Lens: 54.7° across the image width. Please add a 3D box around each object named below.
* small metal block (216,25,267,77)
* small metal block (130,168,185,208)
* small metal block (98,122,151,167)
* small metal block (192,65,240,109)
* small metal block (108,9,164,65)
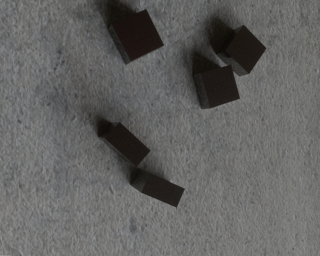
[{"bbox_3d":[0.119,-0.113,0.455,0.050,0.025,0.050,39,77,-16],"label":"small metal block"},{"bbox_3d":[-0.004,0.075,0.395,0.050,0.050,0.025,27,81,-19],"label":"small metal block"},{"bbox_3d":[-0.045,0.019,0.380,0.050,0.050,0.025,44,76,-15],"label":"small metal block"},{"bbox_3d":[0.080,-0.058,0.440,0.050,0.025,0.050,-19,97,-19],"label":"small metal block"},{"bbox_3d":[-0.031,-0.116,0.398,0.050,0.025,0.050,-31,100,-18],"label":"small metal block"}]
